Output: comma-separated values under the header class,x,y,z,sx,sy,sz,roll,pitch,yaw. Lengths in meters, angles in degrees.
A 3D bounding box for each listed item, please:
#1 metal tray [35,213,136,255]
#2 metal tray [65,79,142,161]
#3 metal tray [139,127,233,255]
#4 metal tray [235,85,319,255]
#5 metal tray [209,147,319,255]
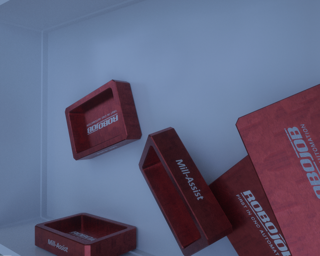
class,x,y,z,sx,sy,sz,roll,pitch,yaw
metal tray,-0.110,0.159,0.455,0.130,0.091,0.030,0,90,40
metal tray,-0.092,-0.009,0.479,0.130,0.030,0.090,-22,76,37
metal tray,0.022,0.075,0.357,0.130,0.030,0.090,60,155,22
metal tray,0.133,0.036,0.267,0.090,0.030,0.130,-24,69,15
metal tray,0.112,0.095,0.311,0.090,0.030,0.130,-46,63,30
